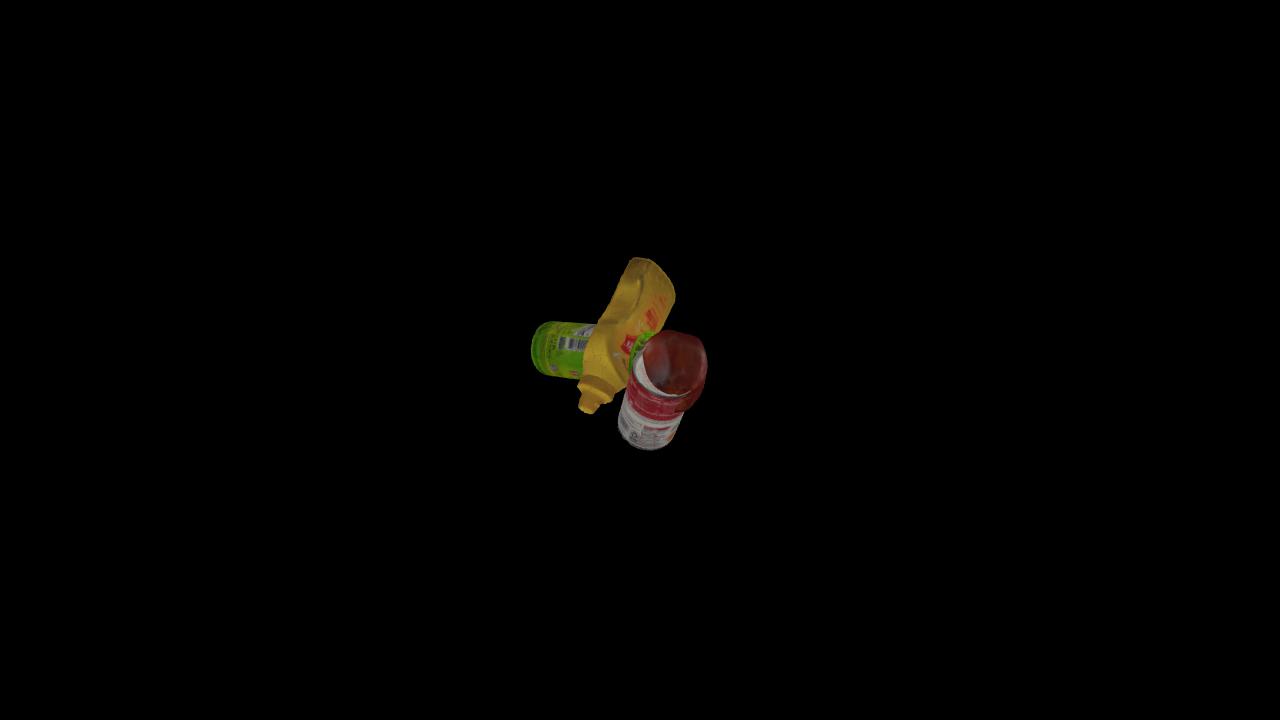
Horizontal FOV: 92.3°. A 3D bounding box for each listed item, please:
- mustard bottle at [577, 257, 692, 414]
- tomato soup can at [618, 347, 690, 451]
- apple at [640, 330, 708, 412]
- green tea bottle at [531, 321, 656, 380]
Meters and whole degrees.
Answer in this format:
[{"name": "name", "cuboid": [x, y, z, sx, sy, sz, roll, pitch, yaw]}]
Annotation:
[{"name": "mustard bottle", "cuboid": [-0.022, -0.020, 0.701, 0.054, 0.184, 0.092, 17, -23, 24]}, {"name": "tomato soup can", "cuboid": [0.017, 0.042, 0.644, 0.068, 0.068, 0.101, 0, -40, -14]}, {"name": "apple", "cuboid": [0.032, 0.013, 0.636, 0.079, 0.079, 0.093, 0, 40, 4]}, {"name": "green tea bottle", "cuboid": [-0.031, -0.005, 0.726, 0.212, 0.073, 0.073, 7, 4, 33]}]
